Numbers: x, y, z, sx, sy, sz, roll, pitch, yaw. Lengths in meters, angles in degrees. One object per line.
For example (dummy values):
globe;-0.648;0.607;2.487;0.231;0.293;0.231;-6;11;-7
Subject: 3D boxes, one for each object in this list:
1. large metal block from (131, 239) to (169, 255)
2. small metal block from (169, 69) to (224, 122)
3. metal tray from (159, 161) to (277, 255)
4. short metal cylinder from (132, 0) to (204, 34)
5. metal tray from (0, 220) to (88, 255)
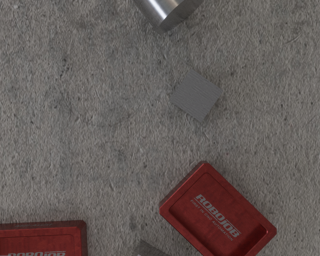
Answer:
large metal block;-0.012;0.206;0.398;0.080;0.050;0.080;30;90;0
small metal block;0.047;-0.042;0.410;0.050;0.025;0.050;35;90;0
metal tray;0.074;0.118;0.408;0.130;0.030;0.090;44;90;0
short metal cylinder;0.013;-0.163;0.383;0.080;0.080;0.050;-38;90;0
metal tray;-0.164;0.172;0.406;0.131;0.030;0.089;-3;90;0
